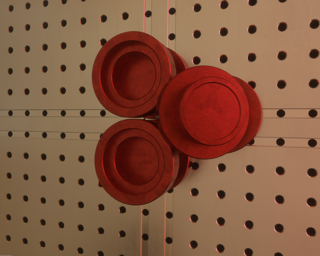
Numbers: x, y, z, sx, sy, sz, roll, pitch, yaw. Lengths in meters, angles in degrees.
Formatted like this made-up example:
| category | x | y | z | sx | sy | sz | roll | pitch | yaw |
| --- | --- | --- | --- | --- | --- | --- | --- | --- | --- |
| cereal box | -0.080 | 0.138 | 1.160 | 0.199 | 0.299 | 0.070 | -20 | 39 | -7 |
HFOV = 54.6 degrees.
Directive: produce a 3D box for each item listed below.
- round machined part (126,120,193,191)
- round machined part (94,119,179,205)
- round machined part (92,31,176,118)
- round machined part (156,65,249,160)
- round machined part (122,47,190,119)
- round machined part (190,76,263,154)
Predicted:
| category | x | y | z | sx | sy | sz | roll | pitch | yaw |
| --- | --- | --- | --- | --- | --- | --- | --- | --- | --- |
| round machined part | -0.010 | 0.038 | 0.408 | 0.098 | 0.042 | 0.097 | 0 | 90 | 20 |
| round machined part | -0.024 | 0.038 | 0.367 | 0.098 | 0.042 | 0.097 | 0 | 90 | 20 |
| round machined part | -0.027 | -0.060 | 0.368 | 0.098 | 0.042 | 0.097 | 0 | 90 | 20 |
| round machined part | 0.048 | -0.016 | 0.319 | 0.099 | 0.042 | 0.097 | 0 | 89 | -12 |
| round machined part | -0.011 | -0.061 | 0.409 | 0.098 | 0.042 | 0.097 | 0 | 90 | 20 |
| round machined part | 0.073 | -0.017 | 0.378 | 0.098 | 0.042 | 0.097 | 0 | 90 | 20 |
